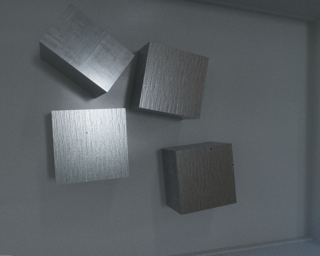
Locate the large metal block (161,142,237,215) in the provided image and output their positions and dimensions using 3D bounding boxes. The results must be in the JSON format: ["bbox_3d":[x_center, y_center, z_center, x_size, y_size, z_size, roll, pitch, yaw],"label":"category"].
[{"bbox_3d":[0.052,0.064,0.418,0.081,0.050,0.079,-6,92,-20],"label":"large metal block"}]

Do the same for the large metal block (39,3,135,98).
[{"bbox_3d":[-0.085,-0.081,0.350,0.080,0.080,0.050,37,78,-17],"label":"large metal block"}]

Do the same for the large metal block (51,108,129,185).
[{"bbox_3d":[-0.084,0.019,0.367,0.081,0.050,0.079,-3,91,-20],"label":"large metal block"}]

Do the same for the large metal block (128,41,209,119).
[{"bbox_3d":[0.010,-0.057,0.402,0.081,0.050,0.080,10,87,-20],"label":"large metal block"}]
